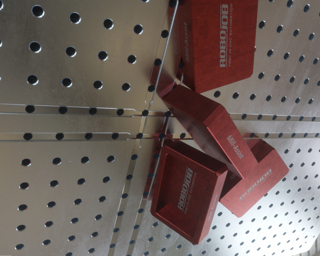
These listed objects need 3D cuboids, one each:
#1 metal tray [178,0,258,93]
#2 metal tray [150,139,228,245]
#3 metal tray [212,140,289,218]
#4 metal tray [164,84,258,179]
[{"bbox_3d":[0.072,-0.115,0.378,0.091,0.030,0.129,-19,126,-18],"label":"metal tray"},{"bbox_3d":[0.037,0.092,0.445,0.030,0.090,0.129,-24,133,-47],"label":"metal tray"},{"bbox_3d":[0.164,0.095,0.559,0.130,0.030,0.090,-44,130,2],"label":"metal tray"},{"bbox_3d":[0.068,0.006,0.410,0.030,0.090,0.130,-47,130,-6],"label":"metal tray"}]
